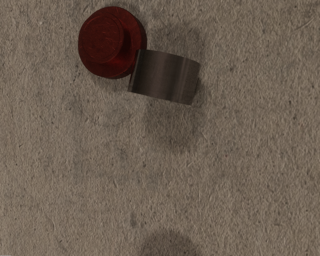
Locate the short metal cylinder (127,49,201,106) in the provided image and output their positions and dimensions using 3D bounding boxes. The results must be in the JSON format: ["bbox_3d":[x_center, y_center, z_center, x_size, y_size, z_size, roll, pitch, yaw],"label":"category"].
[{"bbox_3d":[0.005,-0.060,0.377,0.080,0.080,0.050,14,95,19],"label":"short metal cylinder"}]

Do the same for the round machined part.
[{"bbox_3d":[-0.071,-0.118,0.424,0.098,0.042,0.097,0,90,19],"label":"round machined part"}]
